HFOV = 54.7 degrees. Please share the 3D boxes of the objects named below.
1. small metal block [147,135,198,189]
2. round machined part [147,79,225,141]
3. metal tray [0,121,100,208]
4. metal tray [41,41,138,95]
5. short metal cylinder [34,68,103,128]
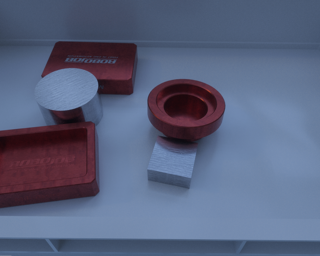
[{"bbox_3d":[0.016,0.040,0.372,0.050,0.025,0.050,11,51,8],"label":"small metal block"},{"bbox_3d":[0.033,-0.019,0.406,0.099,0.042,0.098,2,44,-1],"label":"round machined part"},{"bbox_3d":[-0.140,0.041,0.365,0.131,0.030,0.090,-6,50,-6],"label":"metal tray"},{"bbox_3d":[-0.104,-0.095,0.480,0.131,0.030,0.090,2,50,1],"label":"metal tray"},{"bbox_3d":[-0.120,-0.036,0.417,0.081,0.050,0.080,0,50,0],"label":"short metal cylinder"}]
